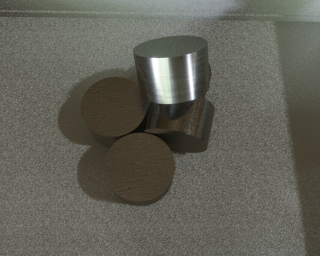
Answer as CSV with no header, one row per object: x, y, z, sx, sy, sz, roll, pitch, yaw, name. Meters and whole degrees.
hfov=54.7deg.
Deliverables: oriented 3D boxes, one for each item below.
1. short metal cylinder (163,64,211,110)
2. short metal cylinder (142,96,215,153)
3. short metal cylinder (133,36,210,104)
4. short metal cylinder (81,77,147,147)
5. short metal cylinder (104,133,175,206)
0.025,-0.063,0.418,0.081,0.050,0.080,0,70,0,short metal cylinder
0.023,-0.006,0.382,0.080,0.080,0.050,13,71,4,short metal cylinder
0.014,-0.067,0.345,0.080,0.050,0.080,-6,30,4,short metal cylinder
-0.056,-0.019,0.400,0.081,0.050,0.080,0,70,0,short metal cylinder
-0.023,0.051,0.375,0.081,0.050,0.080,0,70,0,short metal cylinder
